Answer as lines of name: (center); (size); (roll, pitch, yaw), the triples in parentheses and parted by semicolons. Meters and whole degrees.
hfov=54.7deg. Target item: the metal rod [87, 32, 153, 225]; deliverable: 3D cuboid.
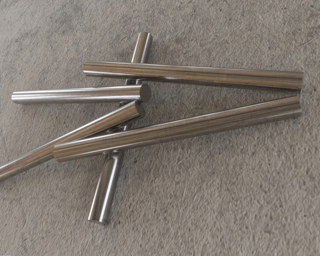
metal rod: (-0.050, -0.017, 0.441); (0.025, 0.025, 0.299); (-3, 60, 26)

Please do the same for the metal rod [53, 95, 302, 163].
metal rod: (0.009, 0.005, 0.376); (0.301, 0.025, 0.025); (-11, 57, 13)

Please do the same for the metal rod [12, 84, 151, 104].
metal rod: (-0.142, -0.051, 0.491); (0.300, 0.025, 0.025); (3, 63, 35)

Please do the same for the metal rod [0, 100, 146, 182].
metal rod: (-0.155, 0.031, 0.448); (0.300, 0.025, 0.025); (-23, 53, 20)

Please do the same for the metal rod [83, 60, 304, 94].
metal rod: (0.026, -0.071, 0.413); (0.301, 0.025, 0.025); (8, 66, 24)
